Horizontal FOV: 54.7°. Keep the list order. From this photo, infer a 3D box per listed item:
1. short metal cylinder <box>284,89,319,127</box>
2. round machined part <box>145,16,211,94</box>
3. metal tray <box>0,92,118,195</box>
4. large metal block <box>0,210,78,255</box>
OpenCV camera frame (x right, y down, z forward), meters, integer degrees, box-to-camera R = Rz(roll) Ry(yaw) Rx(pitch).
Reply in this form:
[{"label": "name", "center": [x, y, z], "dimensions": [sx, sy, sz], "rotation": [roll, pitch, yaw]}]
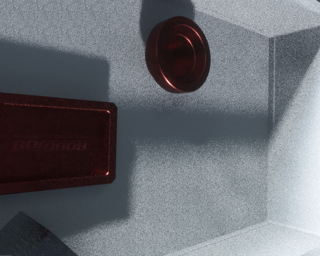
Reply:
[{"label": "short metal cylinder", "center": [0.307, -0.041, 0.654], "dimensions": [0.081, 0.050, 0.079], "rotation": [0, 90, -40]}, {"label": "round machined part", "center": [0.020, -0.094, 0.414], "dimensions": [0.099, 0.042, 0.097], "rotation": [0, 90, -40]}, {"label": "metal tray", "center": [-0.107, 0.015, 0.314], "dimensions": [0.131, 0.030, 0.089], "rotation": [2, 89, -40]}, {"label": "large metal block", "center": [-0.123, 0.127, 0.269], "dimensions": [0.080, 0.080, 0.050], "rotation": [-49, 120, -29]}]
